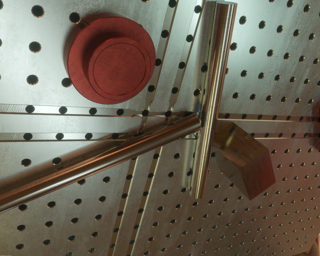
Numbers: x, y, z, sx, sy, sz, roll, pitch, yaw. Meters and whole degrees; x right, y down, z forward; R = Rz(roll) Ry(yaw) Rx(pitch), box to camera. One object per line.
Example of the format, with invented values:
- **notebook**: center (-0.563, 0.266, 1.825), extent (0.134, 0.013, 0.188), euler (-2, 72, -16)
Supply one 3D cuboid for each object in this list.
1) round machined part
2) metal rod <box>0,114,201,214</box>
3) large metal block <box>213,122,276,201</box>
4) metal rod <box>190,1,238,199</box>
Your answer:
- **round machined part**: center (-0.049, -0.069, 0.332), extent (0.099, 0.042, 0.097), euler (-14, 125, -21)
- **metal rod**: center (-0.084, 0.046, 0.394), extent (0.302, 0.025, 0.025), euler (-22, 127, -16)
- **large metal block**: center (0.126, 0.051, 0.478), extent (0.050, 0.080, 0.080), euler (-34, 129, -7)
- **metal rod**: center (0.070, -0.019, 0.439), extent (0.025, 0.025, 0.298), euler (-11, 123, -23)
